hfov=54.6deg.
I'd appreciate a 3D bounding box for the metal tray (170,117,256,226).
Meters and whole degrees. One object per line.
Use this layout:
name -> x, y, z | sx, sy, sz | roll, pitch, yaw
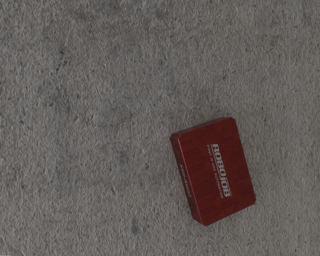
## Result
metal tray -> 0.075, 0.058, 0.434 | 0.091, 0.030, 0.129 | -18, 96, -19
